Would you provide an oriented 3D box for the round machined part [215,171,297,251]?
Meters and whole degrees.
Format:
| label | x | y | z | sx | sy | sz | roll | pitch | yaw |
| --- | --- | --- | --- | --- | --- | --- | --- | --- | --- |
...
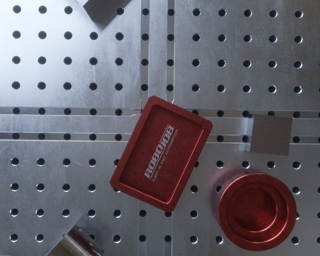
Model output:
| label | x | y | z | sx | sy | sz | roll | pitch | yaw |
| --- | --- | --- | --- | --- | --- | --- | --- | --- | --- |
| round machined part | 0.121 | 0.105 | 0.406 | 0.099 | 0.042 | 0.097 | 0 | 90 | 0 |

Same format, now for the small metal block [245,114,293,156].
| label | x | y | z | sx | sy | sz | roll | pitch | yaw |
| --- | --- | --- | --- | --- | --- | --- | --- | --- | --- |
| small metal block | 0.145 | 0.009 | 0.414 | 0.050 | 0.025 | 0.050 | 7 | 90 | 0 |

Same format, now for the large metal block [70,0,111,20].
| label | x | y | z | sx | sy | sz | roll | pitch | yaw |
| --- | --- | --- | --- | --- | --- | --- | --- | --- | --- |
| large metal block | -0.096 | -0.204 | 0.400 | 0.080 | 0.050 | 0.080 | 43 | 90 | 0 |

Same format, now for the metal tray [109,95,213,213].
| label | x | y | z | sx | sy | sz | roll | pitch | yaw |
| --- | --- | --- | --- | --- | --- | --- | --- | --- | --- |
| metal tray | 0.002 | 0.033 | 0.410 | 0.090 | 0.030 | 0.129 | 25 | 90 | 0 |

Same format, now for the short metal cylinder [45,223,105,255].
| label | x | y | z | sx | sy | sz | roll | pitch | yaw |
| --- | --- | --- | --- | --- | --- | --- | --- | --- | --- |
| short metal cylinder | -0.116 | 0.167 | 0.385 | 0.050 | 0.080 | 0.080 | 43 | 90 | 0 |
